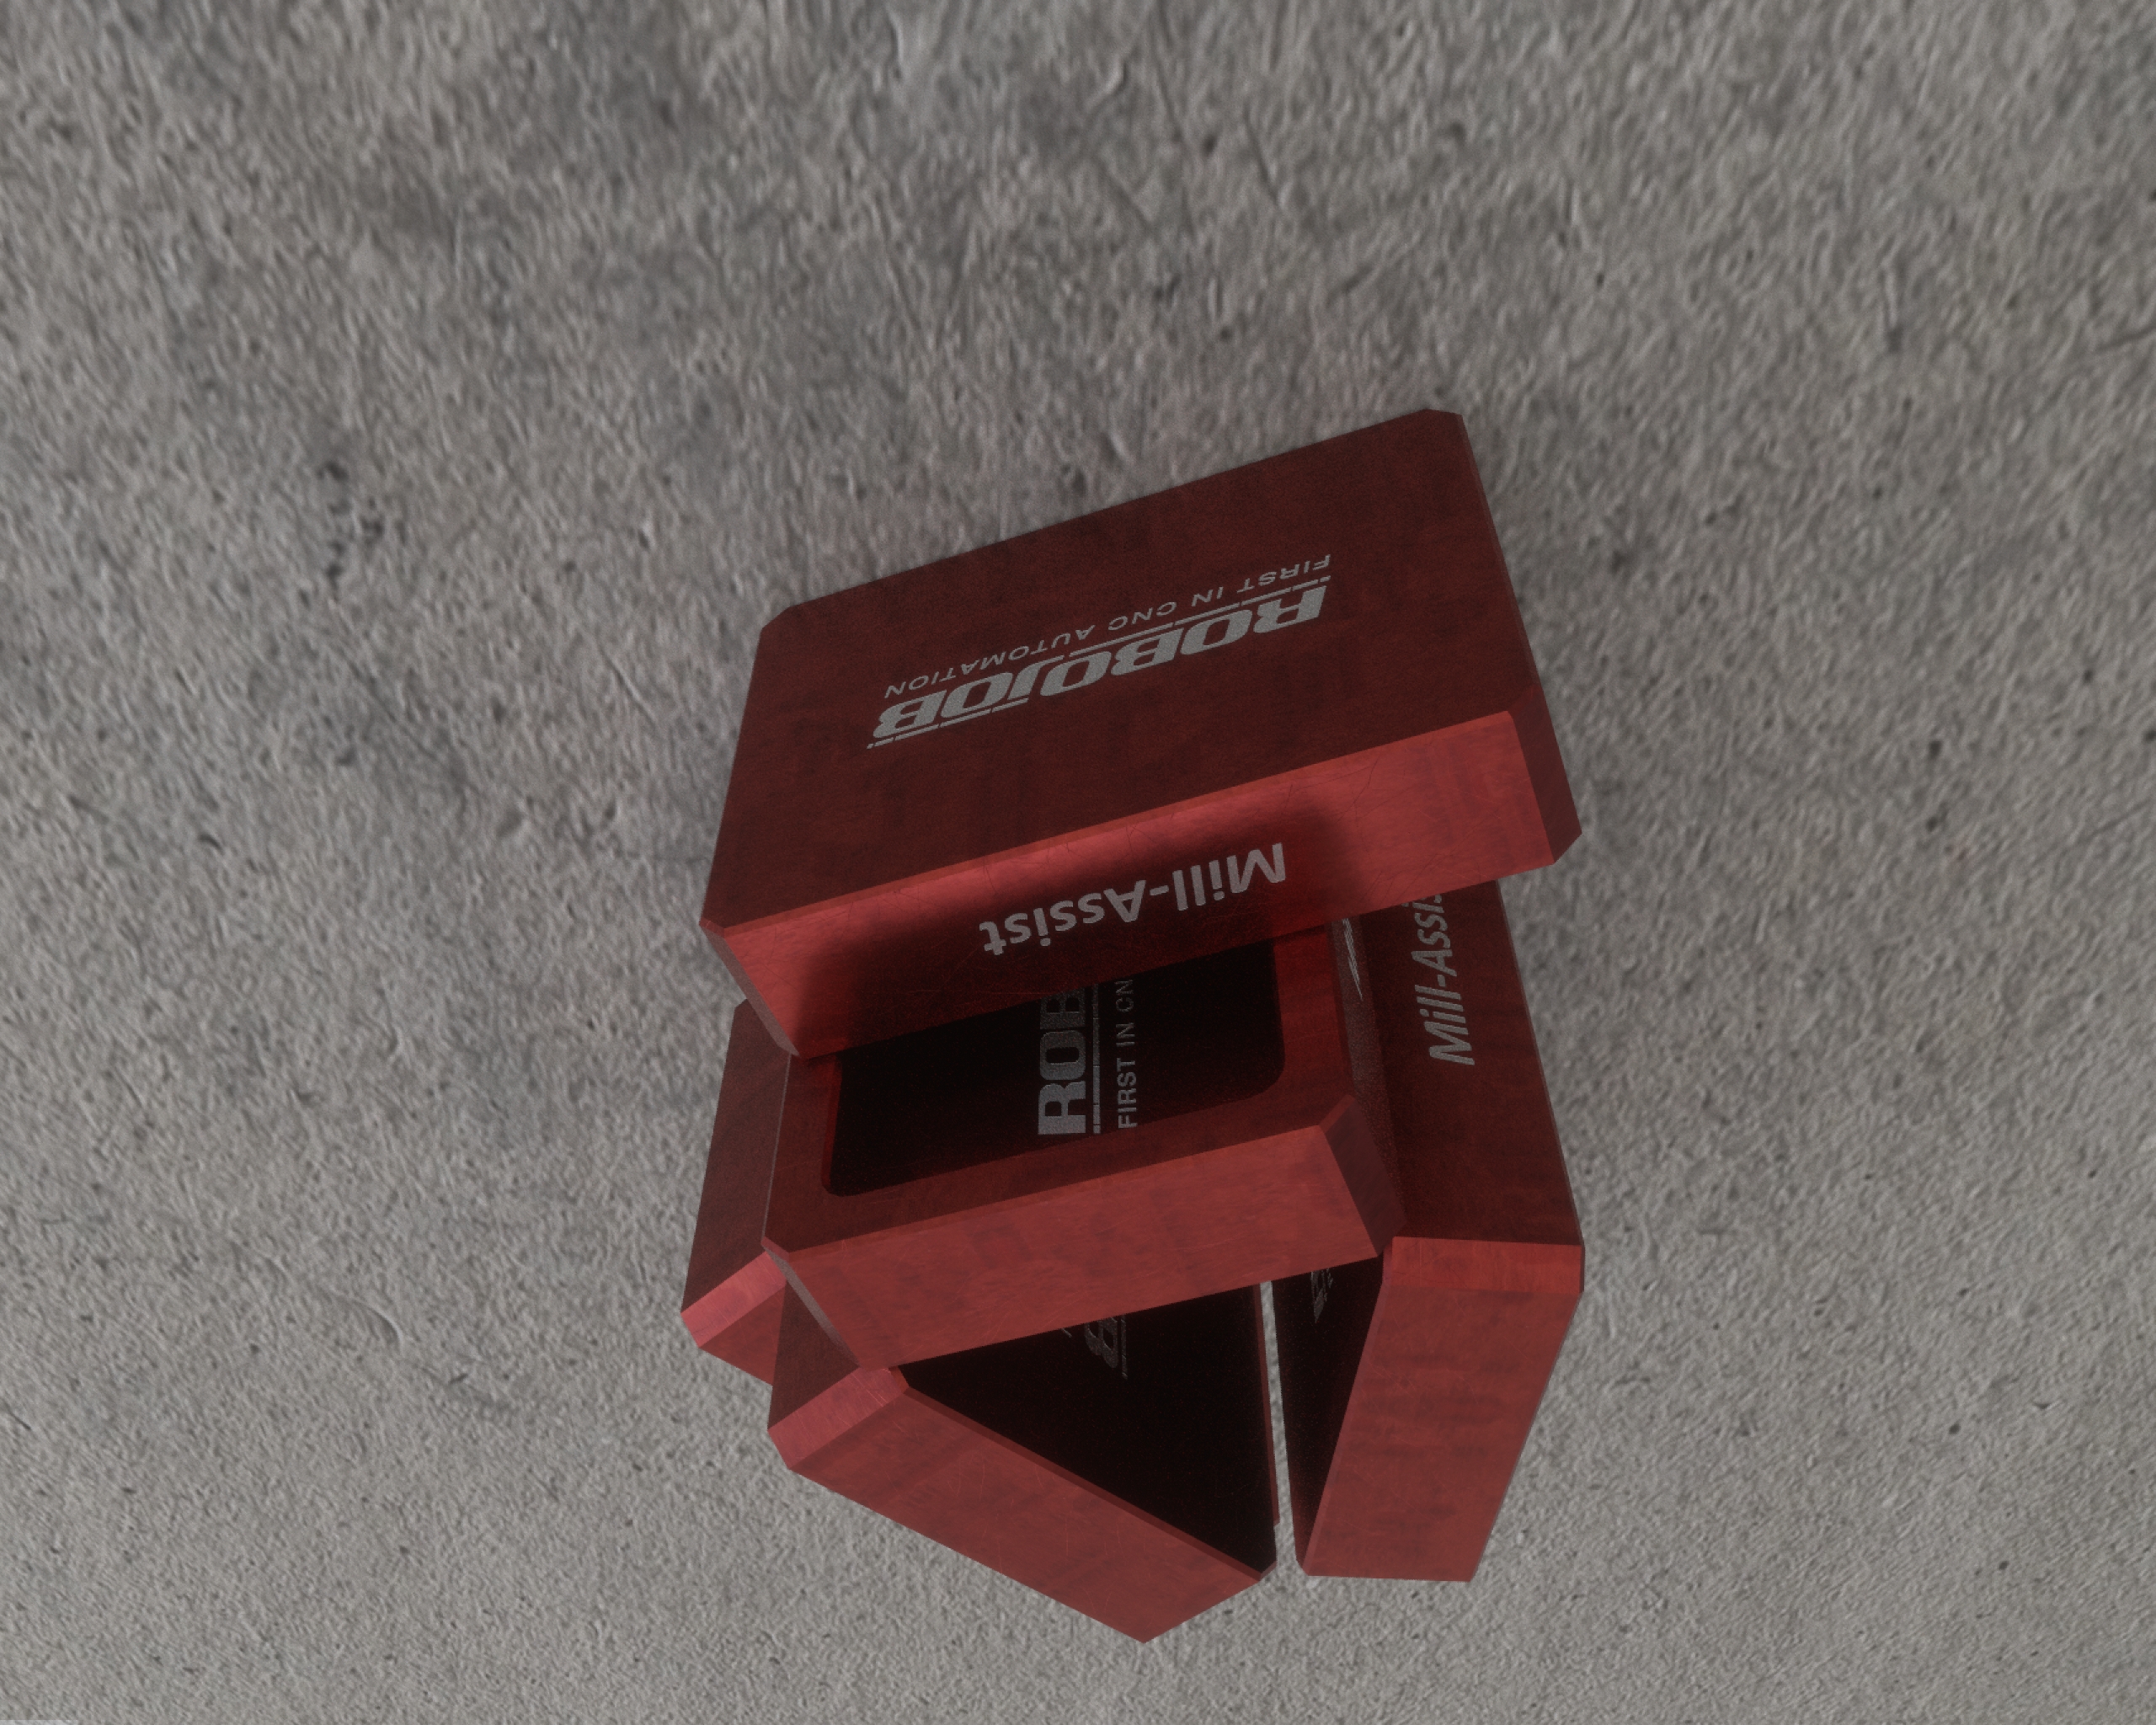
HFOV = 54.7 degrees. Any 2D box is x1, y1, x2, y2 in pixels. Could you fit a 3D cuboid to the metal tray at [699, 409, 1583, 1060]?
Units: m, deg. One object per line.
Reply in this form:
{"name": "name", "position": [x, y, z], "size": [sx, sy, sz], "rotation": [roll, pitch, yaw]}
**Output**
{"name": "metal tray", "position": [0.008, -0.023, 0.344], "size": [0.130, 0.090, 0.030], "rotation": [-15, 128, 12]}

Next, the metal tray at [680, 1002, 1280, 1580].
{"name": "metal tray", "position": [-0.016, 0.083, 0.434], "size": [0.130, 0.090, 0.030], "rotation": [36, 121, -27]}

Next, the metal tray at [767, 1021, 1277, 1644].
{"name": "metal tray", "position": [-0.008, 0.069, 0.397], "size": [0.090, 0.130, 0.030], "rotation": [36, 121, -27]}

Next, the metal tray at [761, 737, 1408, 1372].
{"name": "metal tray", "position": [0.001, 0.016, 0.351], "size": [0.090, 0.130, 0.030], "rotation": [-15, 128, 12]}

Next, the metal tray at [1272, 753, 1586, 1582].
{"name": "metal tray", "position": [0.057, 0.051, 0.382], "size": [0.030, 0.130, 0.089], "rotation": [4, 130, -3]}
